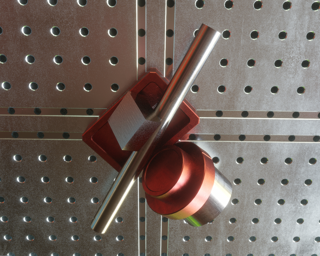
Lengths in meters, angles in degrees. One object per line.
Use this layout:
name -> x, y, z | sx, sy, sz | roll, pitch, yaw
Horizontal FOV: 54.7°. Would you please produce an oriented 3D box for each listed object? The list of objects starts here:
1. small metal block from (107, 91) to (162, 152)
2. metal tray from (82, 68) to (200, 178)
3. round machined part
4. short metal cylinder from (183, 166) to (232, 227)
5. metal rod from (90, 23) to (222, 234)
small metal block -> -0.032, -0.008, 0.373 | 0.025, 0.050, 0.050 | 11, 127, -45
metal tray -> -0.025, -0.003, 0.408 | 0.130, 0.030, 0.090 | -41, 106, 13
round machined part -> 0.016, 0.060, 0.386 | 0.098, 0.098, 0.042 | -44, 127, 14
short metal cylinder -> 0.048, 0.083, 0.414 | 0.080, 0.080, 0.050 | -41, 105, 13
metal rod -> -0.014, 0.014, 0.386 | 0.025, 0.025, 0.298 | 27, 108, -10
